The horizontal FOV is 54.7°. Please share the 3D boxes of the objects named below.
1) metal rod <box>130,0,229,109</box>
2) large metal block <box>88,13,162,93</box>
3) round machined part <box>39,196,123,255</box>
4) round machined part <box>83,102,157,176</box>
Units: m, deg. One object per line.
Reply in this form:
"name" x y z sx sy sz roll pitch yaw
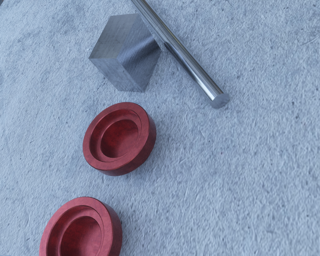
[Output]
"metal rod" 0.016 -0.135 0.478 0.025 0.025 0.300 -34 51 6
"large metal block" -0.048 -0.109 0.461 0.050 0.080 0.080 7 65 31
"round machined part" -0.085 0.132 0.357 0.098 0.042 0.098 -13 56 21
"round machined part" -0.049 0.018 0.408 0.098 0.042 0.098 -13 56 21
